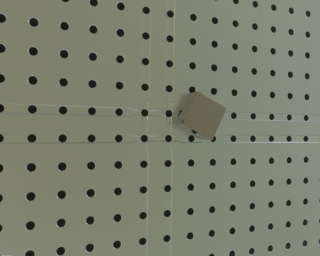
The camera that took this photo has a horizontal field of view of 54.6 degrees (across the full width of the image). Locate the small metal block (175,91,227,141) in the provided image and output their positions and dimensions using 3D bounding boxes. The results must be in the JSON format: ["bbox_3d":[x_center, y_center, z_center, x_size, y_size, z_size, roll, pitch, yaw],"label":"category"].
[{"bbox_3d":[0.057,-0.016,0.433,0.050,0.025,0.050,28,81,-18],"label":"small metal block"}]
